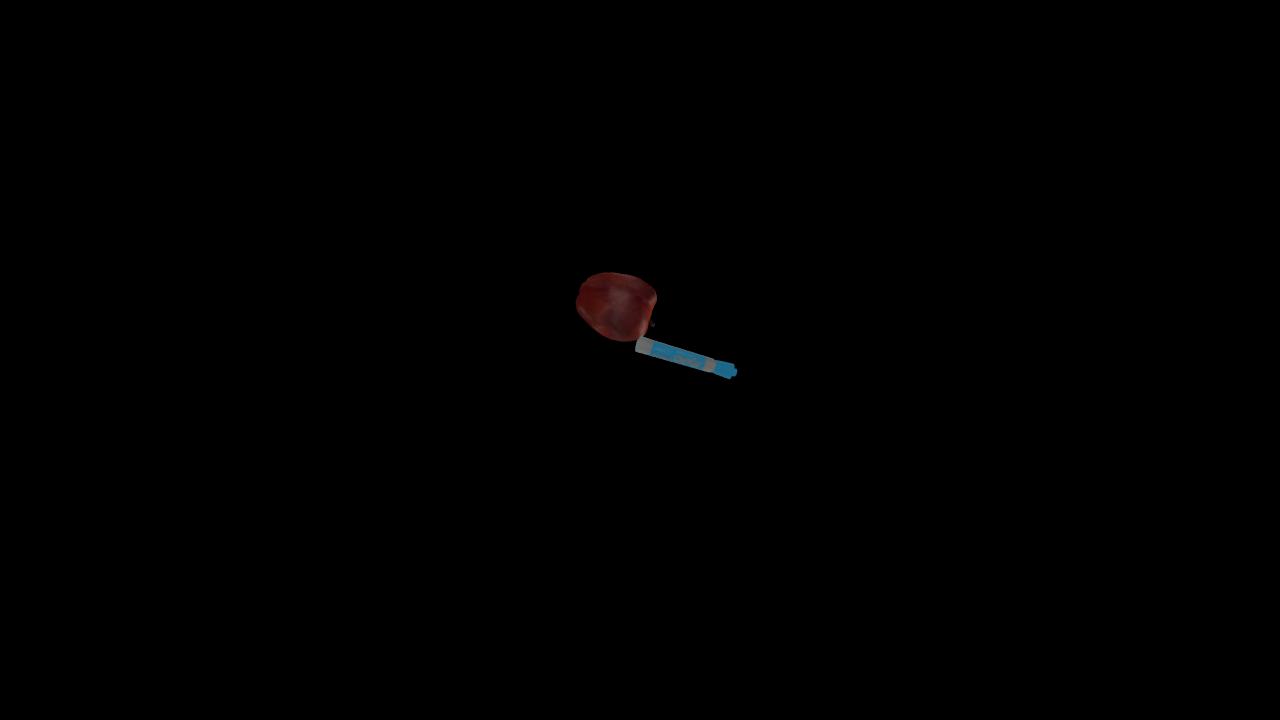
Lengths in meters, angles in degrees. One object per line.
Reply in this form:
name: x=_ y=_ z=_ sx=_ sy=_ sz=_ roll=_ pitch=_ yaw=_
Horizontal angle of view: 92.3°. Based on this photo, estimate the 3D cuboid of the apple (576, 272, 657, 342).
apple: x=-0.025 y=-0.059 z=0.697 sx=0.093 sy=0.079 sz=0.079 roll=21 pitch=1 yaw=2

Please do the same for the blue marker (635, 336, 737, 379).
blue marker: x=0.054 y=-0.002 z=0.698 sx=0.121 sy=0.020 sz=0.020 roll=16 pitch=-3 yaw=-12
